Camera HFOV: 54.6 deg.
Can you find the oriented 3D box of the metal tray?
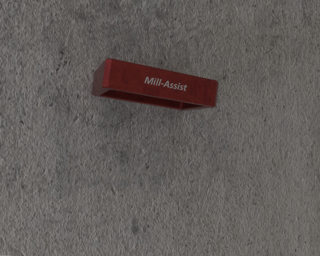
[{"bbox_3d":[-0.009,-0.047,0.370,0.131,0.090,0.030,8,88,-20],"label":"metal tray"}]
